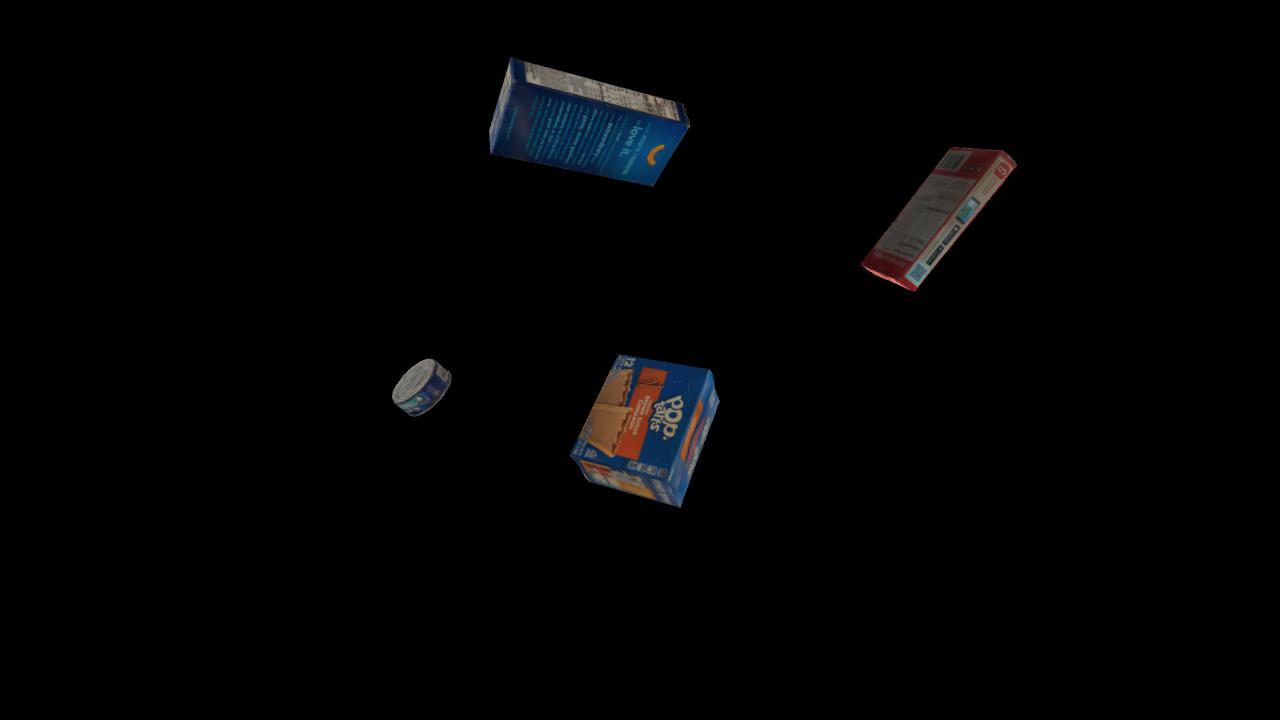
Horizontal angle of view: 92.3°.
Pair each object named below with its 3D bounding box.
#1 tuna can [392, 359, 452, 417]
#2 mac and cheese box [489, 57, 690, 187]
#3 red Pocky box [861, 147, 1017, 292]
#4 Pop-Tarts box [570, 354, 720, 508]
[{"bbox_3d":[-0.316,0.039,0.888,0.084,0.084,0.034,0,-39,42],"label":"tuna can"},{"bbox_3d":[-0.052,-0.237,0.629,0.184,0.041,0.093,4,-31,-26],"label":"mac and cheese box"},{"bbox_3d":[0.308,-0.149,0.646,0.028,0.155,0.083,31,13,-20],"label":"red Pocky box"},{"bbox_3d":[0.011,0.089,0.824,0.141,0.167,0.083,10,-31,25],"label":"Pop-Tarts box"}]
